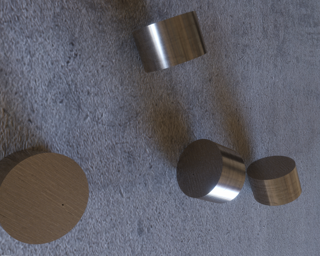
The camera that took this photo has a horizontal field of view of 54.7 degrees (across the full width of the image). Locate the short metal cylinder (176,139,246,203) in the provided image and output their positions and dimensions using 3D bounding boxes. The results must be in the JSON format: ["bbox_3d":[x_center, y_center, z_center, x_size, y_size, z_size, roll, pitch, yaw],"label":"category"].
[{"bbox_3d":[0.069,0.060,0.427,0.050,0.080,0.080,22,76,-38],"label":"short metal cylinder"}]

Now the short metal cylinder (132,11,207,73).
[{"bbox_3d":[0.012,-0.105,0.378,0.081,0.080,0.050,-30,109,-36],"label":"short metal cylinder"}]

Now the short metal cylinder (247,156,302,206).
[{"bbox_3d":[0.196,0.089,0.533,0.081,0.080,0.050,-32,110,-35],"label":"short metal cylinder"}]

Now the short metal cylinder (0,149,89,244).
[{"bbox_3d":[-0.116,0.061,0.292,0.081,0.050,0.080,0,90,-40],"label":"short metal cylinder"}]
